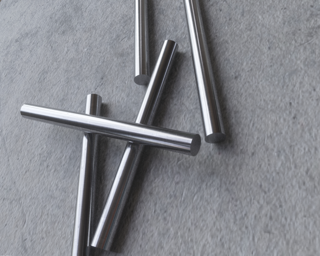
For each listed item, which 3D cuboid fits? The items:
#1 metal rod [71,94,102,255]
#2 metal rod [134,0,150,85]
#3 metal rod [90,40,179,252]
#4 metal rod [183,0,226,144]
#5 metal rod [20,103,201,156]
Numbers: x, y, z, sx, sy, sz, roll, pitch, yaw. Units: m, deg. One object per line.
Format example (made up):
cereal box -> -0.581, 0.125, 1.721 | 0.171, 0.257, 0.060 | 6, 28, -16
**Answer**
metal rod -> -0.095, 0.080, 0.402 | 0.025, 0.025, 0.299 | -16, 55, 19
metal rod -> -0.033, -0.197, 0.540 | 0.025, 0.025, 0.299 | -16, 55, 19
metal rod -> -0.026, 0.006, 0.412 | 0.025, 0.025, 0.300 | 4, 63, 29
metal rod -> 0.056, -0.114, 0.442 | 0.025, 0.025, 0.299 | -16, 55, 19
metal rod -> -0.086, -0.004, 0.416 | 0.300, 0.025, 0.025 | 10, 67, 32
